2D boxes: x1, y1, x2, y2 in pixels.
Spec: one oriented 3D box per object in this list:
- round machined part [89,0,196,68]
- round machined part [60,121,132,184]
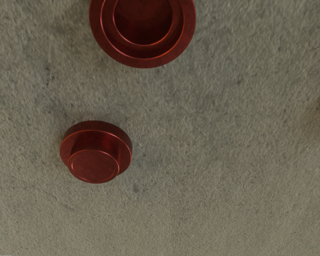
[{"bbox_3d":[-0.016,-0.111,0.301,0.099,0.042,0.097,-1,130,0],"label":"round machined part"},{"bbox_3d":[-0.089,0.040,0.429,0.099,0.042,0.097,-1,130,0],"label":"round machined part"}]
